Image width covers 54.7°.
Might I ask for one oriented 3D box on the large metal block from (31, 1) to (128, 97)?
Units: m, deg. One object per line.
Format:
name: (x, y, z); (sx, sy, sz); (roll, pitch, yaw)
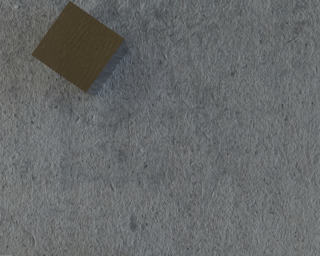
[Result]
large metal block: (-0.099, -0.098, 0.396); (0.080, 0.050, 0.080); (35, 90, 0)
